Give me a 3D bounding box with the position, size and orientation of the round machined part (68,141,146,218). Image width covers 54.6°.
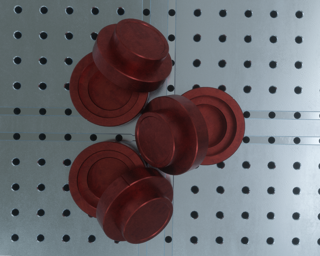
[{"bbox_3d":[-0.064,0.065,0.404,0.099,0.042,0.097,0,90,0],"label":"round machined part"}]

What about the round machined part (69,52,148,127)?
[{"bbox_3d":[-0.063,-0.050,0.403,0.099,0.042,0.097,0,90,0],"label":"round machined part"}]

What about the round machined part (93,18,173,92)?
[{"bbox_3d":[-0.028,-0.094,0.377,0.099,0.042,0.098,16,49,-20],"label":"round machined part"}]

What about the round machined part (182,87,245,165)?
[{"bbox_3d":[0.057,-0.003,0.405,0.099,0.042,0.097,0,90,0],"label":"round machined part"}]

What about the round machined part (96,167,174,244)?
[{"bbox_3d":[-0.023,0.100,0.376,0.099,0.042,0.097,-20,128,-27],"label":"round machined part"}]

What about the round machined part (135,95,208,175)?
[{"bbox_3d":[0.007,0.010,0.375,0.042,0.098,0.098,-14,90,-42],"label":"round machined part"}]
